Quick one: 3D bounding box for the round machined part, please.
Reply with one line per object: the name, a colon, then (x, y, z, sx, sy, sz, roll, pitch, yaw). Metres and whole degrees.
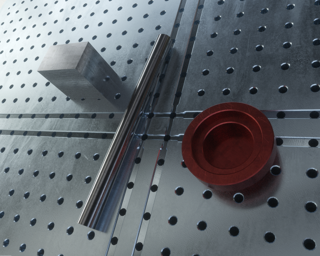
round machined part: (0.077, 0.023, 0.343, 0.098, 0.042, 0.098, -13, 56, 21)

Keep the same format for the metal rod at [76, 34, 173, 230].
metal rod: (-0.042, -0.010, 0.435, 0.025, 0.025, 0.300, 7, 65, 31)

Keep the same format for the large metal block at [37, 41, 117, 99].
large metal block: (-0.130, -0.089, 0.496, 0.080, 0.080, 0.050, 3, 63, 29)
